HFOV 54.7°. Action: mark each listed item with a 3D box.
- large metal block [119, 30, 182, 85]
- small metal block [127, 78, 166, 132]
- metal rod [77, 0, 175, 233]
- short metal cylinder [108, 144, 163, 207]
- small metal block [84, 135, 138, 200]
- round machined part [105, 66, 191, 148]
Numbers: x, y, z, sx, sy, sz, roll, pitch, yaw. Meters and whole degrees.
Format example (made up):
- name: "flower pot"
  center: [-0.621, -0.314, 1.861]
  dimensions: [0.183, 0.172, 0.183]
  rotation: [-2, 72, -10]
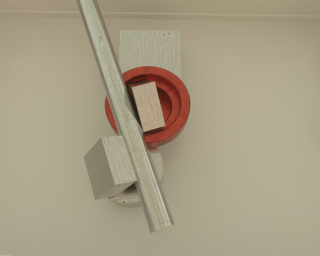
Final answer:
- name: "large metal block"
  center: [-0.013, -0.085, 0.424]
  dimensions: [0.081, 0.050, 0.080]
  rotation: [0, 70, -1]
- name: "small metal block"
  center: [-0.017, -0.028, 0.354]
  dimensions: [0.025, 0.050, 0.050]
  rotation: [-16, 106, -10]
- name: "metal rod"
  center: [-0.046, -0.036, 0.346]
  dimensions: [0.025, 0.025, 0.299]
  rotation: [-18, 71, -7]
- name: "short metal cylinder"
  center: [-0.037, 0.053, 0.376]
  dimensions: [0.081, 0.050, 0.080]
  rotation: [0, 70, 0]
- name: "small metal block"
  center: [-0.053, 0.042, 0.324]
  dimensions: [0.025, 0.050, 0.050]
  rotation: [-5, 65, -38]
- name: "round machined part"
  center: [-0.014, -0.022, 0.376]
  dimensions: [0.099, 0.042, 0.098]
  rotation: [0, 70, -1]
